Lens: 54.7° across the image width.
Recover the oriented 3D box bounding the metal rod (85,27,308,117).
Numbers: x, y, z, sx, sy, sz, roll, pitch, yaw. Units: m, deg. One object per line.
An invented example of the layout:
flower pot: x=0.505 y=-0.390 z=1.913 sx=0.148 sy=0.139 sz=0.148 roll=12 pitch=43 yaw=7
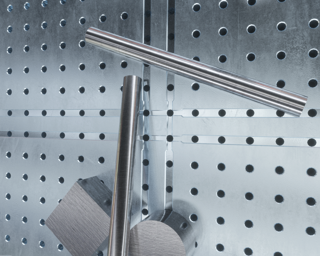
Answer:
metal rod: x=0.032 y=-0.079 z=0.401 sx=0.301 sy=0.025 sz=0.025 roll=23 pitch=98 yaw=18

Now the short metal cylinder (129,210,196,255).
short metal cylinder: x=0.001 y=0.152 z=0.399 sx=0.080 sy=0.050 sz=0.080 roll=0 pitch=90 yaw=20

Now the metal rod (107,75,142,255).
metal rod: x=-0.046 y=0.077 z=0.391 sx=0.025 sy=0.025 sz=0.299 roll=-2 pitch=75 yaw=20

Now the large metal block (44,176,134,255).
large metal block: x=-0.099 y=0.127 z=0.434 sx=0.080 sy=0.050 sz=0.080 roll=42 pitch=103 yaw=15
